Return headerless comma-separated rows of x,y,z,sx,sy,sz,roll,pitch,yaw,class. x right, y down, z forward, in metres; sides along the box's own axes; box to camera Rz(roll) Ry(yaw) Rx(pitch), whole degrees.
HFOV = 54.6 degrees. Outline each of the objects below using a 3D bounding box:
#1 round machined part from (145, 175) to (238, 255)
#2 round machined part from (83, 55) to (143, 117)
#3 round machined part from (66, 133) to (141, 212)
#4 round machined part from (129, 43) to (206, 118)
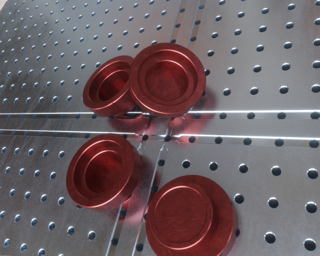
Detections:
0.028,0.095,0.325,0.098,0.042,0.098,-13,56,21,round machined part
-0.063,-0.057,0.462,0.098,0.042,0.098,-19,50,24,round machined part
-0.067,0.059,0.397,0.098,0.042,0.098,-13,56,21,round machined part
0.008,-0.059,0.411,0.099,0.042,0.098,2,75,-6,round machined part
